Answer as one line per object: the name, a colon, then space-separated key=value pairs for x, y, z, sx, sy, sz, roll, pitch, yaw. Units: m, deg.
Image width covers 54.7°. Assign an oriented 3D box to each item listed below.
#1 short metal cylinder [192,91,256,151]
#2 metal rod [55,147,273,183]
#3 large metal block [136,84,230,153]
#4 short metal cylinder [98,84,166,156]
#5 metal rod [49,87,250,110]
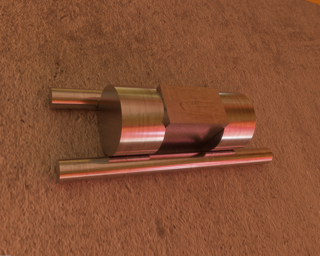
short metal cylinder: x=0.081 y=-0.010 z=0.419 sx=0.050 sy=0.080 sz=0.080 roll=-1 pitch=62 yaw=-29
metal rod: x=0.027 y=0.043 z=0.393 sx=0.303 sy=0.025 sz=0.025 roll=-1 pitch=62 yaw=-29
large metal block: x=0.024 y=-0.009 z=0.385 sx=0.081 sy=0.080 sz=0.050 roll=0 pitch=62 yaw=-28
short metal cylinder: x=-0.035 y=-0.009 z=0.356 sx=0.050 sy=0.080 sz=0.080 roll=-1 pitch=62 yaw=-29
metal rod: x=0.006 y=-0.036 z=0.431 sx=0.303 sy=0.025 sz=0.025 roll=-1 pitch=62 yaw=-29
